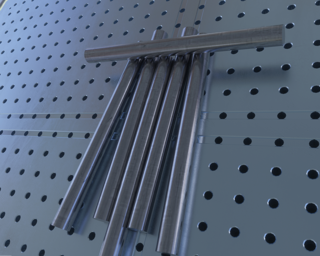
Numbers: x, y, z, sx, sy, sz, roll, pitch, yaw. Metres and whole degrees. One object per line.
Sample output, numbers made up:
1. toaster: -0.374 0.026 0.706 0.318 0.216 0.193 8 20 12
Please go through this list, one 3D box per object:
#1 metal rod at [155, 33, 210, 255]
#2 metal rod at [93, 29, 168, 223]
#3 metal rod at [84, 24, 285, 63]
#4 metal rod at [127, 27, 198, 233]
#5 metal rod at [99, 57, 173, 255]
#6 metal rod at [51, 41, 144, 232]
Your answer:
1. metal rod: 0.036 0.000 0.391 0.025 0.025 0.300 -2 60 27
2. metal rod: -0.034 -0.019 0.439 0.025 0.025 0.300 1 62 29
3. metal rod: 0.015 -0.115 0.439 0.300 0.025 0.025 2 63 29
4. metal rod: 0.011 -0.015 0.414 0.025 0.025 0.300 1 62 29
5. metal rod: -0.025 0.031 0.404 0.025 0.025 0.300 1 62 29
6. metal rod: -0.077 -0.003 0.450 0.025 0.025 0.300 8 65 31
